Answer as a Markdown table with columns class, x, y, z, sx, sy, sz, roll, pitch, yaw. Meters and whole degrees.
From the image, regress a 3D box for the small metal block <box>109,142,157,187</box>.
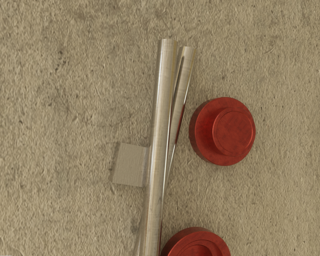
| class | x | y | z | sx | sy | sz | roll | pitch | yaw |
| --- | --- | --- | --- | --- | --- | --- | --- | --- | --- |
| small metal block | -0.034 | 0.047 | 0.397 | 0.050 | 0.025 | 0.050 | 13 | 86 | -20 |

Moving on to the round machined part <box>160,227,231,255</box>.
| class | x | y | z | sx | sy | sz | roll | pitch | yaw |
| --- | --- | --- | --- | --- | --- | --- | --- | --- | --- |
| round machined part | 0.043 | 0.181 | 0.416 | 0.099 | 0.042 | 0.097 | 0 | 90 | -20 |

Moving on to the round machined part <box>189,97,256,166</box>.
| class | x | y | z | sx | sy | sz | roll | pitch | yaw |
| --- | --- | --- | --- | --- | --- | --- | --- | --- | --- |
| round machined part | 0.094 | 0.005 | 0.435 | 0.099 | 0.042 | 0.097 | 0 | 90 | -20 |

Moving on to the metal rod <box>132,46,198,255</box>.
| class | x | y | z | sx | sy | sz | roll | pitch | yaw |
| --- | --- | --- | --- | --- | --- | --- | --- | --- | --- |
| metal rod | 0.006 | 0.039 | 0.411 | 0.025 | 0.025 | 0.299 | 15 | 85 | -20 |

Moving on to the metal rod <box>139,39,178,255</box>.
| class | x | y | z | sx | sy | sz | roll | pitch | yaw |
| --- | --- | --- | --- | --- | --- | --- | --- | --- | --- |
| metal rod | -0.003 | 0.041 | 0.381 | 0.025 | 0.025 | 0.298 | 6 | 87 | -20 |
